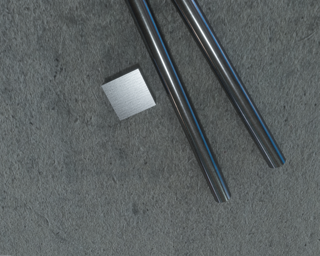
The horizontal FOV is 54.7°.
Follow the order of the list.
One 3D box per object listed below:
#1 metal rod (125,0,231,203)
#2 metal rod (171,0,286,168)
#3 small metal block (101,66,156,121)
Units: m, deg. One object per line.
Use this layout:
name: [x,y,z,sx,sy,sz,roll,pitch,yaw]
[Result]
metal rod: [0.030,-0.028,0.399,0.025,0.025,0.299,-23,109,8]
metal rod: [0.080,-0.070,0.384,0.025,0.025,0.299,-31,107,11]
small metal block: [-0.038,-0.044,0.393,0.050,0.025,0.050,-24,109,8]
